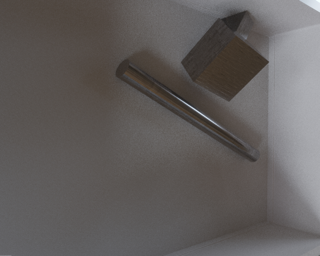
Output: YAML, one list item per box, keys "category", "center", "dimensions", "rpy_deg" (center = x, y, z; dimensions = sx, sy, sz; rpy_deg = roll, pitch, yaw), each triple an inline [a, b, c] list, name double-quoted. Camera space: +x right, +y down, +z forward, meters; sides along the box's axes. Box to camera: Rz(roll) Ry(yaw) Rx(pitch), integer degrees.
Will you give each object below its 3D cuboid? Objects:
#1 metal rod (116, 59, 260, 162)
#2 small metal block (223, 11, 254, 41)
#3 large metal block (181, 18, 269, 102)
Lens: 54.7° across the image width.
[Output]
- category: "metal rod"
  center: [0.060, -0.011, 0.459]
  dimensions: [0.301, 0.025, 0.025]
  rpy_deg: [30, 71, -36]
- category: "small metal block"
  center: [0.112, -0.151, 0.487]
  dimensions: [0.025, 0.050, 0.050]
  rpy_deg: [43, 64, -32]
- category: "large metal block"
  center: [0.092, -0.094, 0.442]
  dimensions: [0.080, 0.080, 0.050]
  rpy_deg: [21, 32, -39]
